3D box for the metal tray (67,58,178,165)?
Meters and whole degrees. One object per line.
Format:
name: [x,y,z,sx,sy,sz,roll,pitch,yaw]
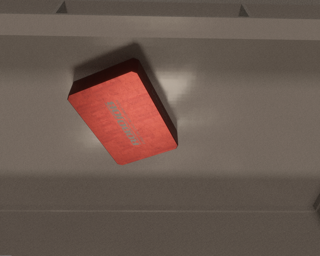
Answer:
metal tray: [-0.042,-0.014,0.393,0.090,0.030,0.130,-19,128,15]
